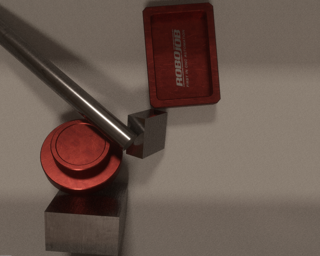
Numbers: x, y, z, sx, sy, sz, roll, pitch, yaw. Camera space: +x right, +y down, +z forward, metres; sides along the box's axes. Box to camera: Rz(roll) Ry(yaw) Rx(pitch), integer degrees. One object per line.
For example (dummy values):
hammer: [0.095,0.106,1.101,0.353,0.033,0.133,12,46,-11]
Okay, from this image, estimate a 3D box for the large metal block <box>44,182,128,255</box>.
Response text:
large metal block: [-0.085,0.105,0.377,0.081,0.080,0.050,4,107,-1]

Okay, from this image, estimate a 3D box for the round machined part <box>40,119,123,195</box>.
round machined part: [-0.095,0.029,0.379,0.099,0.042,0.098,4,58,-6]

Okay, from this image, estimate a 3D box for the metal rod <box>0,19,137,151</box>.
metal rod: [-0.149,-0.077,0.384,0.300,0.025,0.025,40,90,9]

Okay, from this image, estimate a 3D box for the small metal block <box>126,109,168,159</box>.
small metal block: [-0.016,0.006,0.390,0.025,0.050,0.050,14,109,30]

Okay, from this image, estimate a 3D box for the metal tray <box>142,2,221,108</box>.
metal tray: [0.028,-0.093,0.409,0.091,0.030,0.129,-5,90,-1]
